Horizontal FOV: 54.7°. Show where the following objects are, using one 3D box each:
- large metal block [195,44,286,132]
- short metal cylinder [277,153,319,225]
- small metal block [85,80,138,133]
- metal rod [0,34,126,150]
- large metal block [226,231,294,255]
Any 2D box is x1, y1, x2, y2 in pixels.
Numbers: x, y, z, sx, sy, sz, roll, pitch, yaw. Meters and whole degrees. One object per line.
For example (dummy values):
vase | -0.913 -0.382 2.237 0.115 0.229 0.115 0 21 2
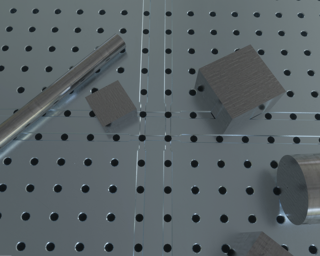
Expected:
large metal block | 0.105 -0.053 0.419 0.080 0.050 0.080 -27 73 -10
short metal cylinder | 0.177 0.070 0.359 0.050 0.080 0.080 -4 70 -2
small metal block | -0.065 -0.029 0.422 0.050 0.025 0.050 -30 73 -11
metal rod | -0.165 -0.029 0.420 0.025 0.025 0.301 43 75 14
large metal block | 0.116 0.157 0.327 0.080 0.080 0.050 37 74 12
